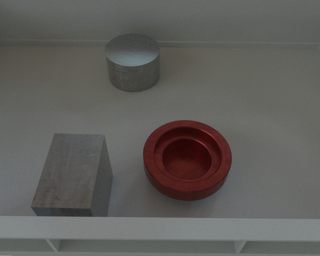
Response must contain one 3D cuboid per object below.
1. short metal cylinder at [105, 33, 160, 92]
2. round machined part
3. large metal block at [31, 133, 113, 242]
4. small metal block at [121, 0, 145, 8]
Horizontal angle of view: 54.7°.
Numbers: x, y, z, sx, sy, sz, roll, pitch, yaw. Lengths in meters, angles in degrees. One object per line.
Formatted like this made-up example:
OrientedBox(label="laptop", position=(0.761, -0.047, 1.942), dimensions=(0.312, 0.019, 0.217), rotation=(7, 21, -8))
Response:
OrientedBox(label="short metal cylinder", position=(-0.040, -0.100, 0.472), dimensions=(0.081, 0.050, 0.080), rotation=(0, 50, 0))
OrientedBox(label="round machined part", position=(0.031, 0.041, 0.360), dimensions=(0.099, 0.042, 0.098), rotation=(0, 50, 0))
OrientedBox(label="large metal block", position=(-0.082, 0.062, 0.316), dimensions=(0.050, 0.080, 0.080), rotation=(1, 50, 1))
OrientedBox(label="small metal block", position=(-0.053, -0.281, 0.627), dimensions=(0.025, 0.050, 0.050), rotation=(37, 59, 26))
